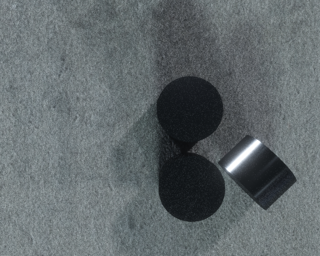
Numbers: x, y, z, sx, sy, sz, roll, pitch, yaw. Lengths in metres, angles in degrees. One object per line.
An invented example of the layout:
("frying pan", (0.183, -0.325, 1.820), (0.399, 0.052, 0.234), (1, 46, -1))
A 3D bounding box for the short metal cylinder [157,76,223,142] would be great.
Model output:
("short metal cylinder", (0.036, -0.023, 0.398), (0.081, 0.050, 0.079), (0, 90, -1))

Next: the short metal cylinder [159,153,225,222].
("short metal cylinder", (0.038, 0.073, 0.398), (0.081, 0.050, 0.079), (0, 90, -1))

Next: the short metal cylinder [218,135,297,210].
("short metal cylinder", (0.119, 0.055, 0.384), (0.050, 0.080, 0.080), (-44, 91, 0))
